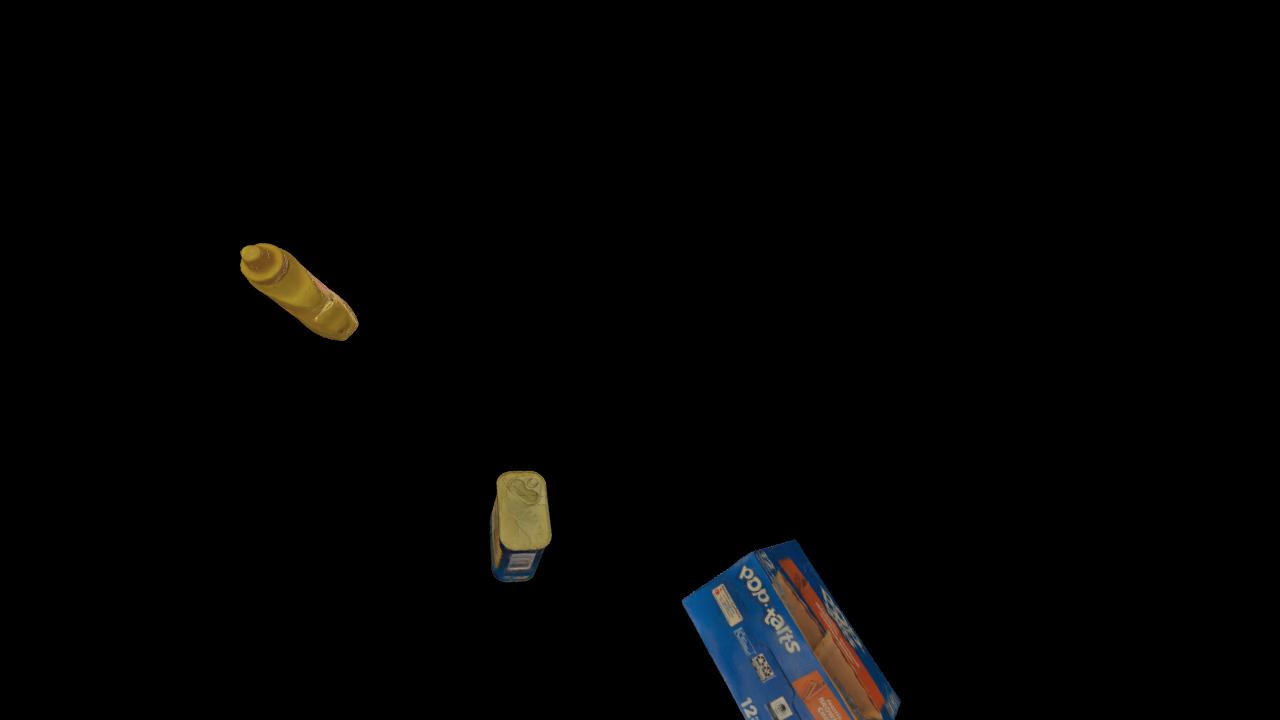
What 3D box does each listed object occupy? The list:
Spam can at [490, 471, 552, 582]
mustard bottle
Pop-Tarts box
[{"bbox_3d":[-0.142,0.194,0.715,0.058,0.101,0.085,5,-46,-20],"label":"Spam can"},{"bbox_3d":[-0.387,-0.081,0.686,0.092,0.054,0.184,42,-14,7],"label":"mustard bottle"},{"bbox_3d":[0.135,0.255,0.536,0.083,0.167,0.141,-39,-26,16],"label":"Pop-Tarts box"}]
